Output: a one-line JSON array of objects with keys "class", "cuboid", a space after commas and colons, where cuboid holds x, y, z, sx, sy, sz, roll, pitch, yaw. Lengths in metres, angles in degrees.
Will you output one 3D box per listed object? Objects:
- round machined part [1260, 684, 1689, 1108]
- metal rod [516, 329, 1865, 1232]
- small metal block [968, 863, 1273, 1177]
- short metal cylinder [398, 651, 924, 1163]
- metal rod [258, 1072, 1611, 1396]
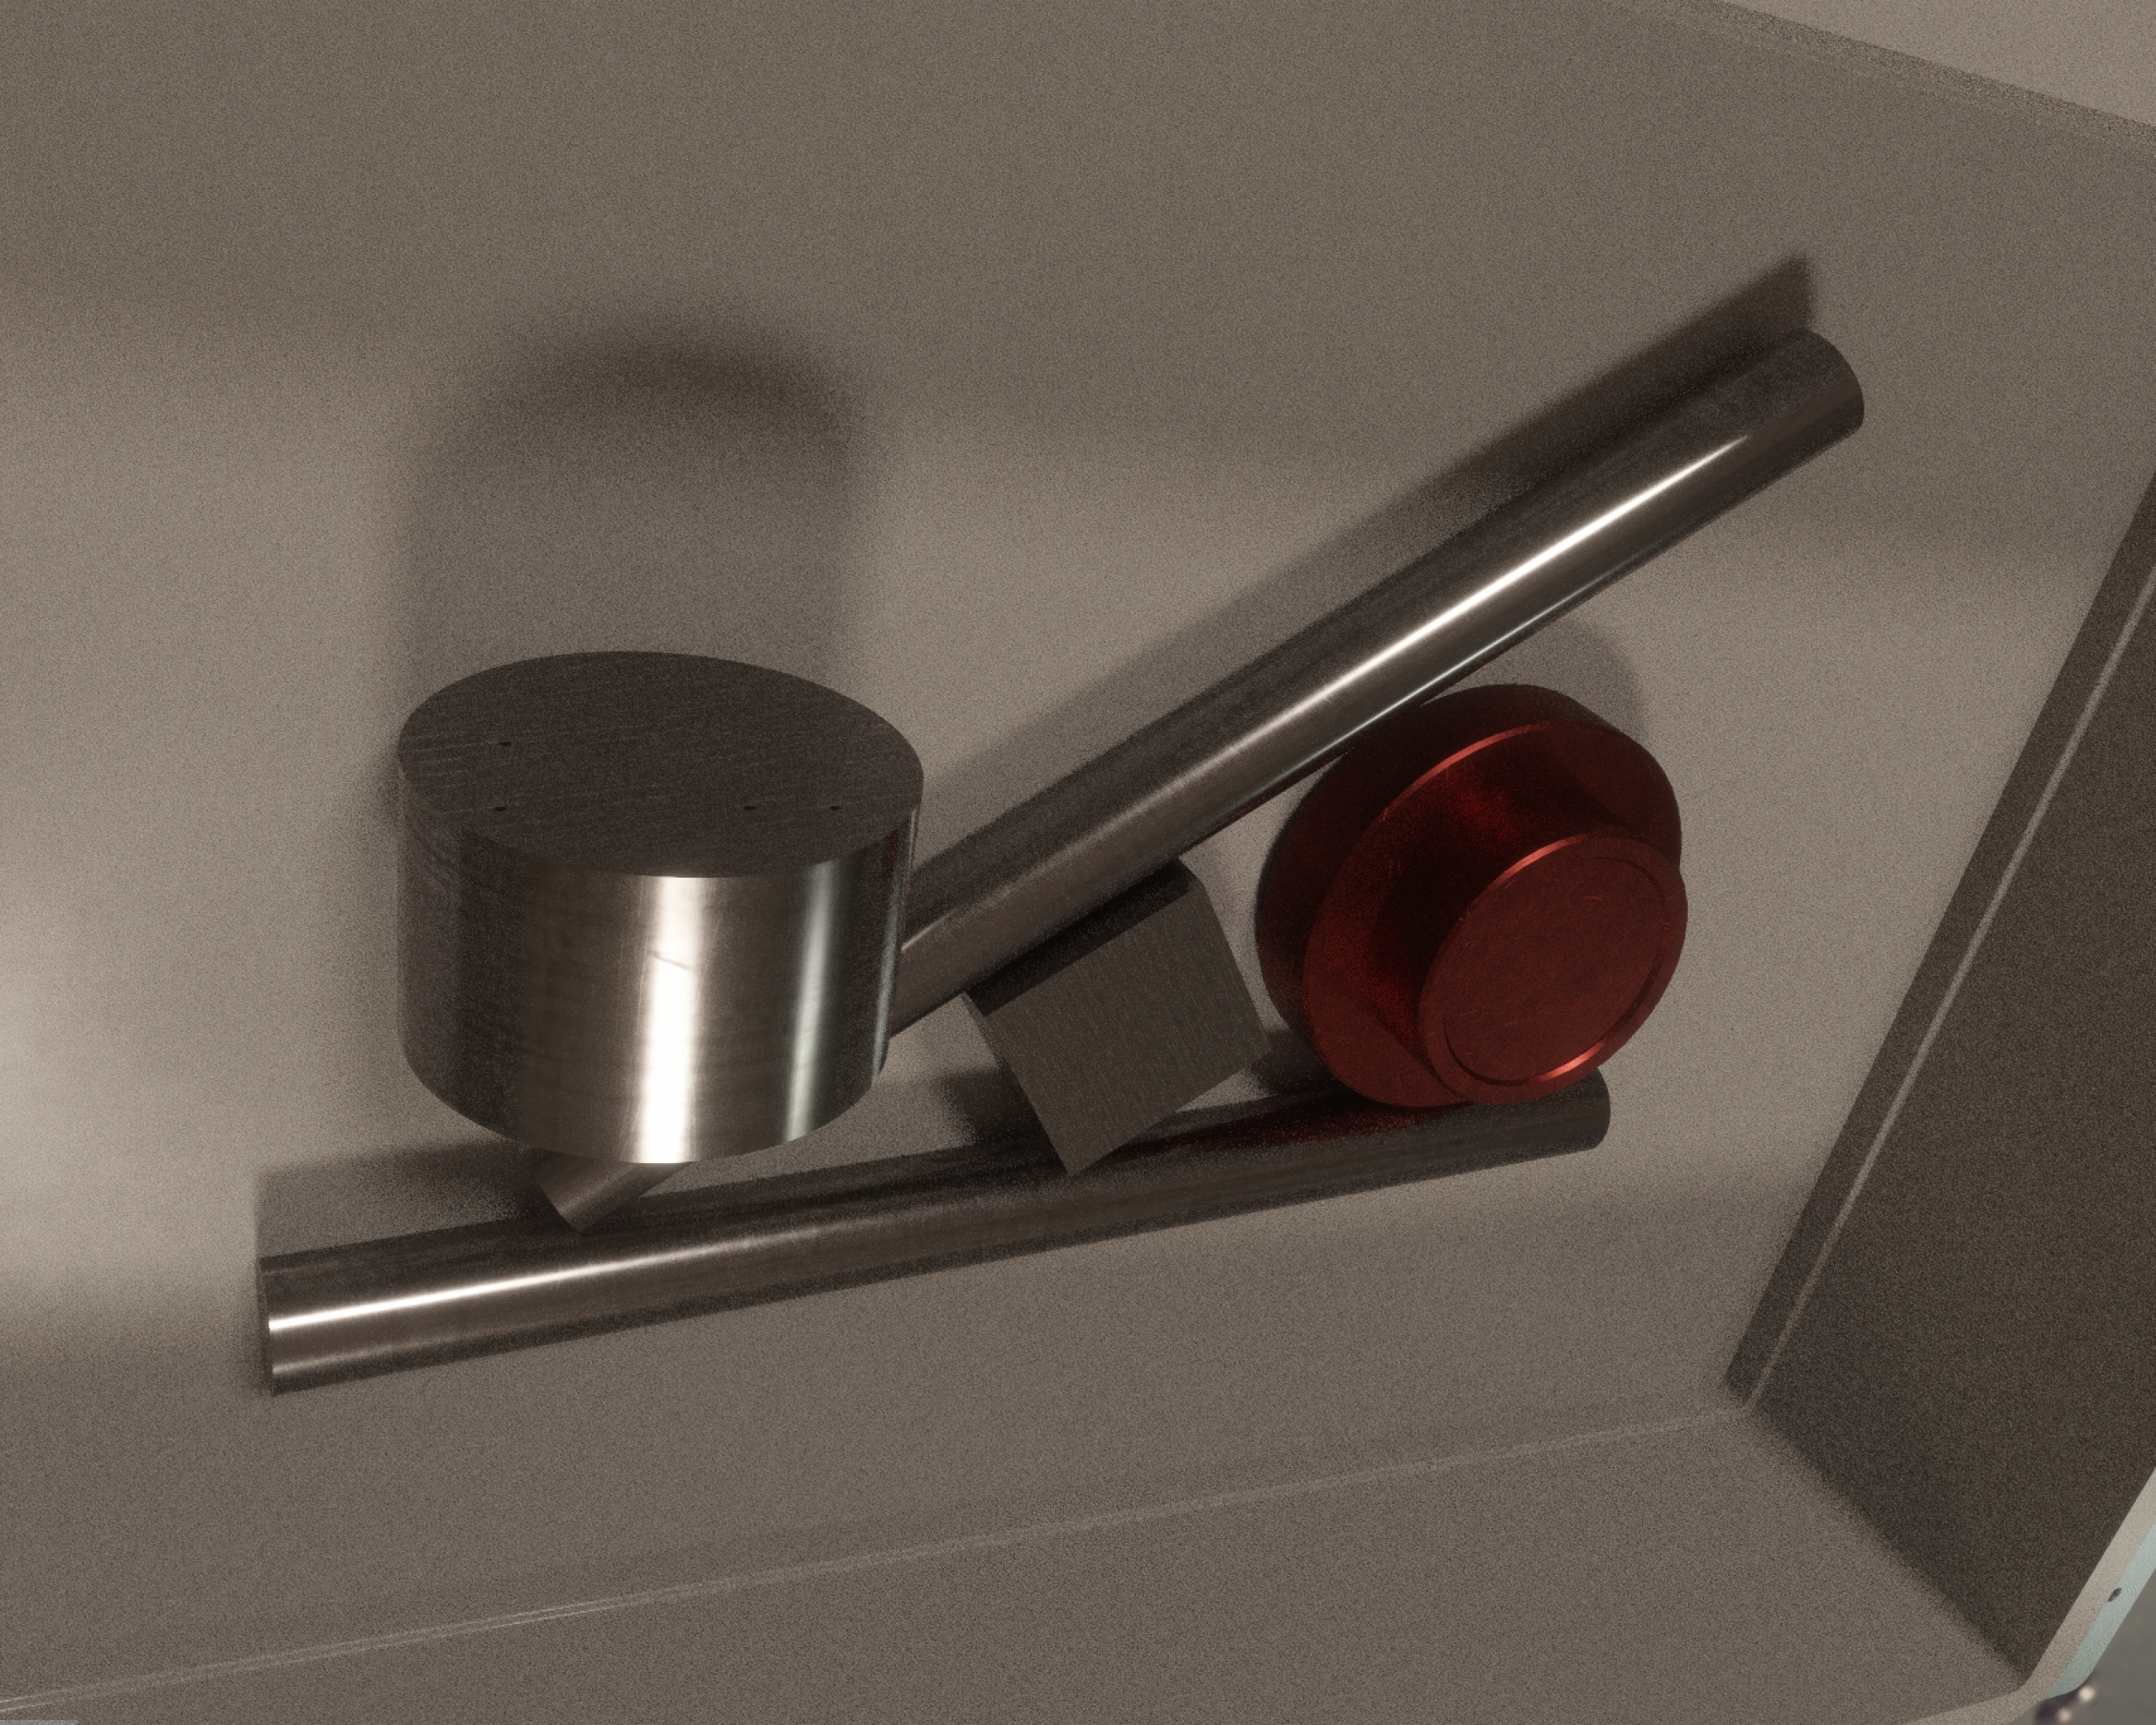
[{"class": "round machined part", "cuboid": [0.093, 0.014, 0.455, 0.099, 0.042, 0.097, -14, 125, -21]}, {"class": "metal rod", "cuboid": [0.027, -0.020, 0.411, 0.301, 0.025, 0.025, -32, 129, -8]}, {"class": "small metal block", "cuboid": [0.006, 0.029, 0.429, 0.050, 0.025, 0.050, -31, 129, -8]}, {"class": "short metal cylinder", "cuboid": [-0.068, 0.005, 0.339, 0.081, 0.080, 0.050, -5, 121, -26]}, {"class": "metal rod", "cuboid": [-0.013, 0.071, 0.446, 0.303, 0.025, 0.025, -5, 121, -26]}]
